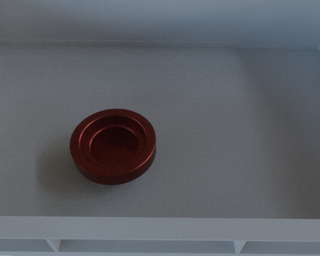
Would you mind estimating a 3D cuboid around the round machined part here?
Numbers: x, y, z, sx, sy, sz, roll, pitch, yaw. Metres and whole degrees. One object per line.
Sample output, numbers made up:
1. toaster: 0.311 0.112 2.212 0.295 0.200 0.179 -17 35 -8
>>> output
1. round machined part: -0.054 0.026 0.372 0.099 0.042 0.098 0 50 0
